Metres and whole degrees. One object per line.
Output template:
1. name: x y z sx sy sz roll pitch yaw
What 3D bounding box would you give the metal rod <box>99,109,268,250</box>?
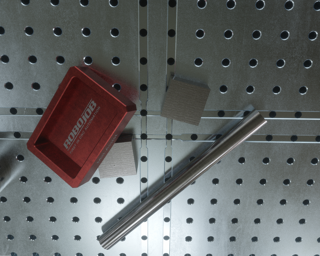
1. metal rod: 0.024 0.080 0.442 0.300 0.025 0.025 -41 105 13

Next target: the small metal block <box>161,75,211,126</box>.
1. small metal block: 0.032 -0.036 0.400 0.050 0.025 0.050 14 109 -6

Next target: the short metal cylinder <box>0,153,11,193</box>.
1. short metal cylinder: -0.256 0.069 0.423 0.081 0.050 0.079 0 110 0

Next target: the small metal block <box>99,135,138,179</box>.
1. small metal block: -0.060 0.039 0.427 0.050 0.025 0.050 -6 110 2

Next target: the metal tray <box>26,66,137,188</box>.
1. metal tray: -0.101 -0.001 0.392 0.090 0.030 0.129 38 107 9
